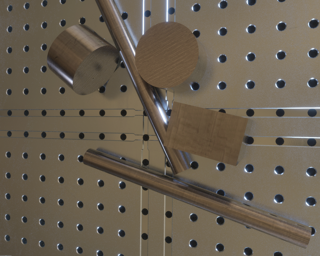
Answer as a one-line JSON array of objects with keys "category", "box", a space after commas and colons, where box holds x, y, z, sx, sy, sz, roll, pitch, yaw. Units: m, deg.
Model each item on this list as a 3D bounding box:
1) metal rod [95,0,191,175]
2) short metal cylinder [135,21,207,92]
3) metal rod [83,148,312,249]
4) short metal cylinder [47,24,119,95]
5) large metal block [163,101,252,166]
[{"category": "metal rod", "box": [-0.032, -0.078, 0.423, 0.025, 0.025, 0.299, -27, 81, 18]}, {"category": "short metal cylinder", "box": [0.015, -0.088, 0.394, 0.080, 0.050, 0.079, 0, 90, 20]}, {"category": "metal rod", "box": [0.032, 0.083, 0.401, 0.301, 0.025, 0.025, 17, 96, 19]}, {"category": "short metal cylinder", "box": [-0.103, -0.091, 0.420, 0.050, 0.080, 0.080, 41, 103, 15]}, {"category": "large metal block", "box": [0.060, 0.005, 0.362, 0.080, 0.080, 0.050, 15, 95, 19]}]
